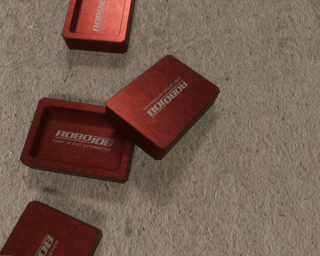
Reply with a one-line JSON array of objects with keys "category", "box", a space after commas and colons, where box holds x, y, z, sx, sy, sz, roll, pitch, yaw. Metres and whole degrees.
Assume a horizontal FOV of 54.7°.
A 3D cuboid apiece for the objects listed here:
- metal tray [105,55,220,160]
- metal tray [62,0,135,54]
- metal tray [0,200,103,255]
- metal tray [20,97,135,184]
[{"category": "metal tray", "box": [0.005, -0.032, 0.397, 0.090, 0.030, 0.131, 38, 56, 12]}, {"category": "metal tray", "box": [-0.088, -0.179, 0.469, 0.091, 0.030, 0.130, 5, 70, 1]}, {"category": "metal tray", "box": [-0.135, 0.159, 0.346, 0.090, 0.030, 0.130, 23, 71, 7]}, {"category": "metal tray", "box": [-0.099, 0.015, 0.398, 0.131, 0.030, 0.090, 9, 70, 3]}]
